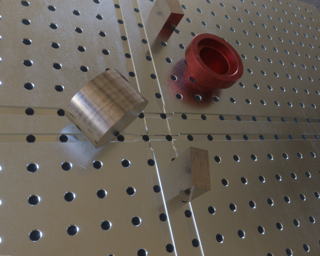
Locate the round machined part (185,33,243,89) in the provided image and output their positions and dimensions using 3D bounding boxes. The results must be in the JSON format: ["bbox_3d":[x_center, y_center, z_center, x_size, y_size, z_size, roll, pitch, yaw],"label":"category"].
[{"bbox_3d":[0.084,-0.104,0.508,0.099,0.042,0.098,14,56,-21],"label":"round machined part"}]

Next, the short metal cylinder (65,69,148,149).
[{"bbox_3d":[-0.060,-0.022,0.355,0.050,0.080,0.080,47,51,4],"label":"short metal cylinder"}]

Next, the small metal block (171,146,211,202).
[{"bbox_3d":[0.036,0.057,0.378,0.025,0.050,0.050,15,56,-21],"label":"small metal block"}]

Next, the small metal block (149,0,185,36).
[{"bbox_3d":[0.010,-0.191,0.516,0.025,0.050,0.050,-5,64,-31],"label":"small metal block"}]
